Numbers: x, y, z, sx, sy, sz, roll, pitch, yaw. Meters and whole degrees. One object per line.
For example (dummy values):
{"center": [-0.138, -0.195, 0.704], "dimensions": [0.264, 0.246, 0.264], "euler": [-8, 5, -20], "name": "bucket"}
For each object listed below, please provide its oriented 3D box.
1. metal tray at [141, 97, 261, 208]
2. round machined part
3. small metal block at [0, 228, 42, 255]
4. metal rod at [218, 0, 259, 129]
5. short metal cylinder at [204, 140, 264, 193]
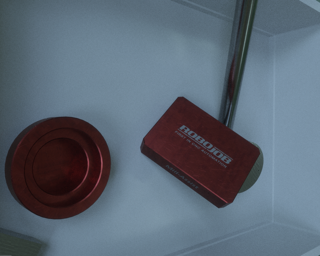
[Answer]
{"center": [0.052, 0.029, 0.401], "dimensions": [0.130, 0.030, 0.090], "euler": [35, 62, 7], "name": "metal tray"}
{"center": [-0.103, 0.037, 0.311], "dimensions": [0.099, 0.042, 0.097], "euler": [0, 90, -40], "name": "round machined part"}
{"center": [-0.147, 0.122, 0.285], "dimensions": [0.050, 0.025, 0.050], "euler": [35, 68, -35], "name": "small metal block"}
{"center": [0.103, -0.108, 0.402], "dimensions": [0.025, 0.025, 0.298], "euler": [-37, 143, -34], "name": "metal rod"}
{"center": [0.109, 0.052, 0.471], "dimensions": [0.081, 0.050, 0.079], "euler": [-8, 108, -27], "name": "short metal cylinder"}
